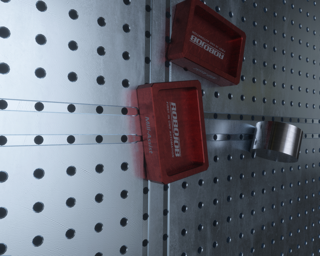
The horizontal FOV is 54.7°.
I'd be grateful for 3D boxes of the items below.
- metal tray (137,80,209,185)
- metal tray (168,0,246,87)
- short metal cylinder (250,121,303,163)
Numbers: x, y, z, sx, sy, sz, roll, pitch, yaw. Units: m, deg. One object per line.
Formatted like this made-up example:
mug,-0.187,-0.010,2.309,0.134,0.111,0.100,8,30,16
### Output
metal tray,0.021,0.002,0.422,0.091,0.030,0.129,-11,97,-39
metal tray,0.075,-0.125,0.468,0.131,0.030,0.090,17,80,-39
short metal cylinder,0.204,0.025,0.545,0.080,0.080,0.050,27,74,-37
